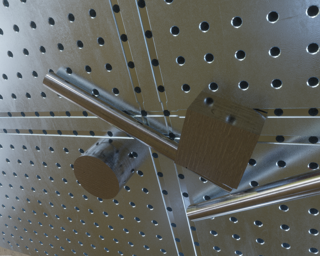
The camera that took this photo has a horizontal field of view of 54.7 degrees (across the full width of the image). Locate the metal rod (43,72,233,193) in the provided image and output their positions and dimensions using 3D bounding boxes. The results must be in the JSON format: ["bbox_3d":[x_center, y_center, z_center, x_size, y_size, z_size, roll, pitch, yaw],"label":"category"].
[{"bbox_3d":[-0.033,0.002,0.429,0.301,0.025,0.025,29,128,9],"label":"metal rod"}]

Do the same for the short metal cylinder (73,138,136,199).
[{"bbox_3d":[-0.085,0.062,0.478,0.080,0.050,0.079,13,124,21],"label":"short metal cylinder"}]

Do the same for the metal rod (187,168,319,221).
[{"bbox_3d":[0.132,0.073,0.352,0.025,0.025,0.299,49,139,-7],"label":"metal rod"}]

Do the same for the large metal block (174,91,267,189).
[{"bbox_3d":[0.070,0.013,0.367,0.080,0.050,0.079,22,127,15],"label":"large metal block"}]
